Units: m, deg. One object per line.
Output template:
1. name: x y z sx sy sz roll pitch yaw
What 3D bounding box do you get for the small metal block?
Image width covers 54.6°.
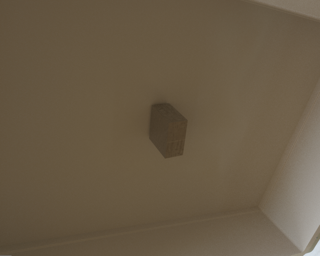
1. small metal block: 0.009 0.003 0.394 0.025 0.050 0.050 -9 122 -24
